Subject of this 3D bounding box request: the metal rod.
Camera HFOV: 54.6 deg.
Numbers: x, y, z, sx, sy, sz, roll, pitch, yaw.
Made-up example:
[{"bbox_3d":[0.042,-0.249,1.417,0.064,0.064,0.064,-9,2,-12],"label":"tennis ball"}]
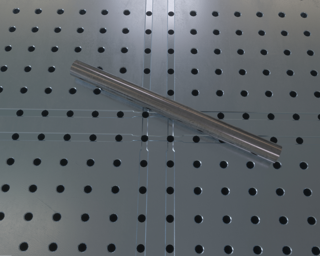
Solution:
[{"bbox_3d":[0.015,-0.026,0.421,0.301,0.025,0.025,24,72,8],"label":"metal rod"}]
